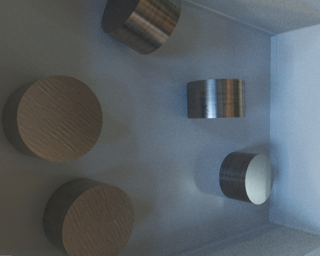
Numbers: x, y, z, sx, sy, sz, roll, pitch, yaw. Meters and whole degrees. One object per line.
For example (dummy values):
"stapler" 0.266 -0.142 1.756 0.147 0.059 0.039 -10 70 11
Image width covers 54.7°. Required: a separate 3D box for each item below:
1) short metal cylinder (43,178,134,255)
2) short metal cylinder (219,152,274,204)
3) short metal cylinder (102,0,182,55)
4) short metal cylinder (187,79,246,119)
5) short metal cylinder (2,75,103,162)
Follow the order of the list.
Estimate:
"short metal cylinder" -0.075 0.097 0.328 0.081 0.050 0.080 0 90 -40
"short metal cylinder" 0.143 0.081 0.510 0.081 0.050 0.080 0 90 -40
"short metal cylinder" -0.022 -0.131 0.352 0.050 0.080 0.080 24 75 -38
"short metal cylinder" 0.079 -0.039 0.436 0.081 0.080 0.050 -3 92 -40
"short metal cylinder" -0.104 -0.009 0.303 0.081 0.050 0.080 0 90 -40
